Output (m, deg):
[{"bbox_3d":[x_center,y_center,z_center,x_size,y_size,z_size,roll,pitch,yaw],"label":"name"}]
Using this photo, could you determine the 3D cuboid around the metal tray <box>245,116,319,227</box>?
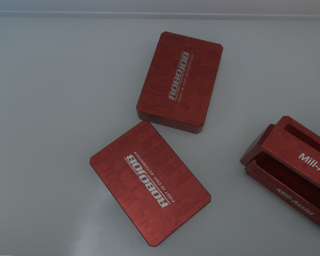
[{"bbox_3d":[0.183,0.055,0.377,0.130,0.030,0.090,37,62,11],"label":"metal tray"}]

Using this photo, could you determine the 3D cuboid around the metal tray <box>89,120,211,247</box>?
[{"bbox_3d":[-0.013,0.066,0.383,0.090,0.030,0.130,-36,74,-12],"label":"metal tray"}]

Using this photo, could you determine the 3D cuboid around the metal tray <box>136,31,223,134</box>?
[{"bbox_3d":[0.029,-0.065,0.431,0.090,0.030,0.130,15,71,5],"label":"metal tray"}]

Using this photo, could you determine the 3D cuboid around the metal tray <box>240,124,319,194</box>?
[{"bbox_3d":[0.164,0.055,0.355,0.130,0.090,0.030,35,75,12],"label":"metal tray"}]
